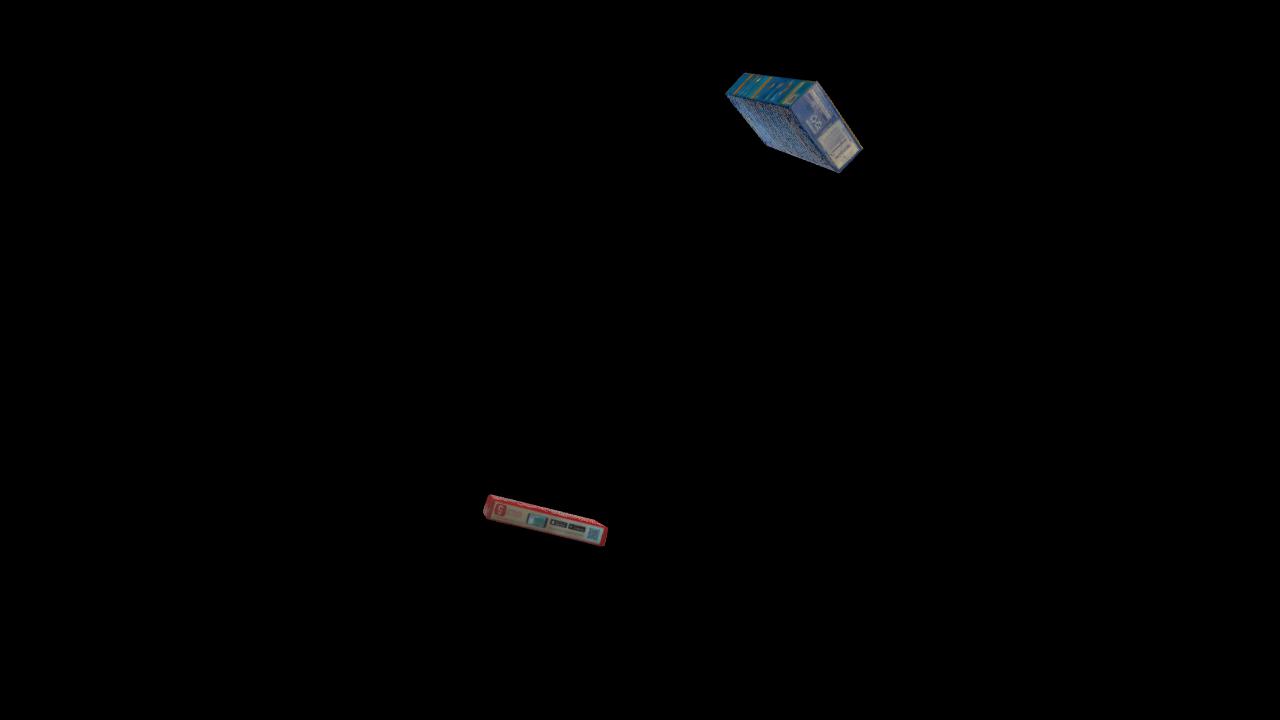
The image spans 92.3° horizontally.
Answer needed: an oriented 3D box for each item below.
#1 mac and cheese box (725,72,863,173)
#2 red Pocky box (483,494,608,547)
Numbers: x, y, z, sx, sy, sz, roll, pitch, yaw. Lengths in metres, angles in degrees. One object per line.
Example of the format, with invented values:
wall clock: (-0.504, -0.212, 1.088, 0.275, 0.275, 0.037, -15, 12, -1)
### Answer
mac and cheese box: (0.165, -0.268, 0.684, 0.093, 0.041, 0.184, 38, 13, -28)
red Pocky box: (-0.124, 0.208, 0.802, 0.155, 0.028, 0.083, 18, -13, -14)
